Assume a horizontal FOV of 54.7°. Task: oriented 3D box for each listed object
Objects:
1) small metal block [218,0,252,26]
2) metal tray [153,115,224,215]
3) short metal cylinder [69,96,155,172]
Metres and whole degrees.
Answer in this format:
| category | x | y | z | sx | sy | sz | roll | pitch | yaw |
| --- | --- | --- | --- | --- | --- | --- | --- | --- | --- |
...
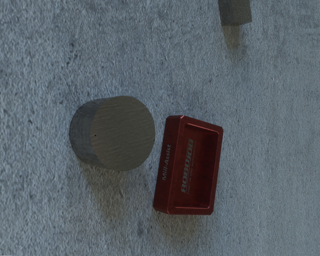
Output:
| category | x | y | z | sx | sy | sz | roll | pitch | yaw |
| --- | --- | --- | --- | --- | --- | --- | --- | --- | --- |
| small metal block | 0.123 | -0.196 | 0.507 | 0.050 | 0.025 | 0.050 | -17 | 101 | -39 |
| metal tray | 0.043 | 0.054 | 0.436 | 0.091 | 0.030 | 0.129 | 14 | 81 | -39 |
| short metal cylinder | -0.052 | 0.006 | 0.345 | 0.081 | 0.050 | 0.080 | 0 | 90 | -40 |
